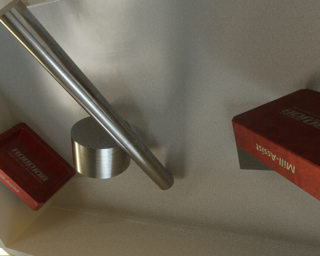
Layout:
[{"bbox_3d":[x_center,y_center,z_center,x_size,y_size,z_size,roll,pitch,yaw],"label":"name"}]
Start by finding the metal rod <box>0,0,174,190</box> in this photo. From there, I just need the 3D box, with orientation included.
[{"bbox_3d":[-0.059,-0.010,0.355,0.025,0.025,0.300,-6,140,30],"label":"metal rod"}]

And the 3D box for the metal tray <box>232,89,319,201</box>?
[{"bbox_3d":[0.133,0.008,0.258,0.091,0.130,0.030,-21,114,-12],"label":"metal tray"}]

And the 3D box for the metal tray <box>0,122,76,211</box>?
[{"bbox_3d":[-0.219,0.062,0.517,0.130,0.090,0.030,44,129,-3],"label":"metal tray"}]

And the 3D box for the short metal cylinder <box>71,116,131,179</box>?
[{"bbox_3d":[-0.080,0.024,0.429,0.080,0.080,0.050,18,125,17],"label":"short metal cylinder"}]

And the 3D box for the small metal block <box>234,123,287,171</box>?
[{"bbox_3d":[0.118,0.021,0.359,0.050,0.025,0.050,-1,118,28],"label":"small metal block"}]
